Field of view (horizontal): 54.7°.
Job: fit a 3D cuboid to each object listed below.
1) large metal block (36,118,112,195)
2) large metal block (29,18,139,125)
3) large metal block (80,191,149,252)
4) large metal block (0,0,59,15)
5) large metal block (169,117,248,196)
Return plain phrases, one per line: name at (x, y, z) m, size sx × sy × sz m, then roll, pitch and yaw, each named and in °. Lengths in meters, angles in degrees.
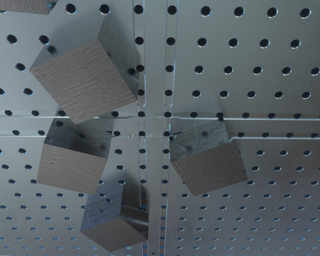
large metal block at (-0.118, 0.041, 0.429) m, size 0.081 × 0.050 × 0.079 m, roll 16°, pitch 128°, yaw -14°
large metal block at (-0.078, -0.060, 0.343) m, size 0.080 × 0.050 × 0.080 m, roll -20°, pitch 128°, yaw 15°
large metal block at (-0.076, 0.163, 0.533) m, size 0.080 × 0.050 × 0.080 m, roll -25°, pitch 126°, yaw 19°
large metal block at (-0.136, -0.150, 0.266) m, size 0.081 × 0.050 × 0.079 m, roll 4°, pitch 130°, yaw -4°
large metal block at (0.067, 0.042, 0.432) m, size 0.080 × 0.050 × 0.080 m, roll -21°, pitch 127°, yaw 16°
